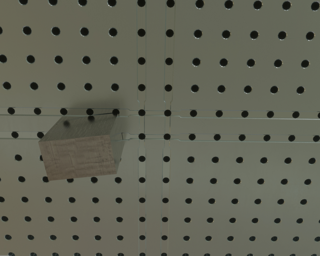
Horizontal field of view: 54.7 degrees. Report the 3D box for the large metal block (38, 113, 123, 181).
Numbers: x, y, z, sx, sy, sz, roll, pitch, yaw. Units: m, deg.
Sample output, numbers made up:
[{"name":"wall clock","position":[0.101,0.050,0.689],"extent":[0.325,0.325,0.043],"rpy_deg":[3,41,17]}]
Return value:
[{"name":"large metal block","position":[-0.093,0.021,0.390],"extent":[0.080,0.080,0.050],"rpy_deg":[-6,110,2]}]
